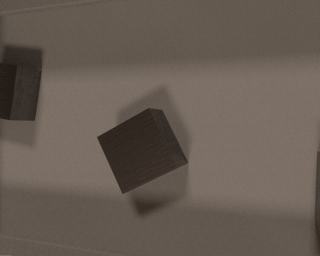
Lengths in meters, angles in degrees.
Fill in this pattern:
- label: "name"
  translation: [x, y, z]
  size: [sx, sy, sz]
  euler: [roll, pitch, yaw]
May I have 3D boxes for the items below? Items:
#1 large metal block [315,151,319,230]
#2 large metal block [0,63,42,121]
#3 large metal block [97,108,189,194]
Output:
- label: "large metal block"
  translation: [0.211, 0.069, 0.323]
  size: [0.080, 0.050, 0.079]
  euler: [2, 91, 19]
- label: "large metal block"
  translation: [-0.238, -0.057, 0.479]
  size: [0.080, 0.050, 0.079]
  euler: [10, 93, 19]
- label: "large metal block"
  translation: [-0.022, 0.029, 0.404]
  size: [0.080, 0.050, 0.080]
  euler: [-28, 81, 17]
